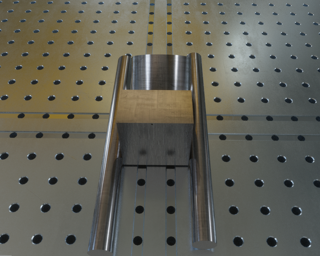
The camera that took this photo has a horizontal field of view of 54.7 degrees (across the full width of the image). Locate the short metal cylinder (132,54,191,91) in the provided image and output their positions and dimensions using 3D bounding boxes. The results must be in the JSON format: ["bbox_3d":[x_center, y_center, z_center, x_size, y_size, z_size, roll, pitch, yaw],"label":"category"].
[{"bbox_3d":[0.002,-0.070,0.422,0.081,0.050,0.080,1,6,0],"label":"short metal cylinder"}]

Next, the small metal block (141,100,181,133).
[{"bbox_3d":[0.001,-0.017,0.405,0.050,0.050,0.025,1,50,0],"label":"small metal block"}]

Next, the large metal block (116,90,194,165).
[{"bbox_3d":[-0.005,0.001,0.368,0.081,0.080,0.050,1,50,0],"label":"large metal block"}]

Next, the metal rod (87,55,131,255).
[{"bbox_3d":[-0.057,0.008,0.400,0.025,0.025,0.300,1,50,0],"label":"metal rod"}]

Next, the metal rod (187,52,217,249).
[{"bbox_3d":[0.050,0.002,0.406,0.025,0.025,0.300,2,50,1],"label":"metal rod"}]
